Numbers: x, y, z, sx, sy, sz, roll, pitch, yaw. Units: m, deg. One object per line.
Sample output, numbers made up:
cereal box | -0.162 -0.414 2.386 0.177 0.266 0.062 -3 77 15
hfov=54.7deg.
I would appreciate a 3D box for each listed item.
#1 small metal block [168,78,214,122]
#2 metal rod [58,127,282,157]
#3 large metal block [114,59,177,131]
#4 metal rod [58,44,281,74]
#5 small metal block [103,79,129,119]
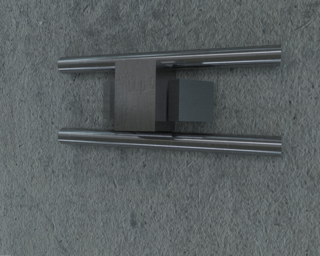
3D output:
small metal block | 0.038 -0.033 0.381 0.025 0.050 0.050 1 90 61
metal rod | -0.001 0.017 0.410 0.301 0.025 0.025 2 91 19
large metal block | -0.015 -0.037 0.388 0.050 0.080 0.079 1 90 20
metal rod | -0.002 -0.089 0.410 0.301 0.025 0.025 2 91 19
small metal block | -0.059 -0.037 0.415 0.025 0.050 0.050 1 91 -20
